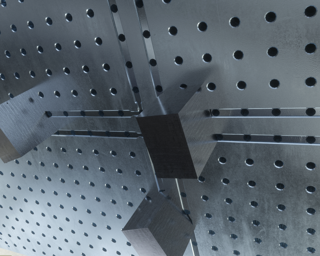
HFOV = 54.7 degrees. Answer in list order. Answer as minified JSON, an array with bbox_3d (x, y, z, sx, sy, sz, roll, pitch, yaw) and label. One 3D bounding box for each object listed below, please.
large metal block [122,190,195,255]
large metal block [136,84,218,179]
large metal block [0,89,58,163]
[{"bbox_3d":[0.001,0.154,0.469,0.050,0.080,0.080,-20,108,35],"label":"large metal block"},{"bbox_3d":[0.024,0.003,0.364,0.050,0.080,0.080,-4,116,30],"label":"large metal block"},{"bbox_3d":[-0.226,-0.003,0.490,0.050,0.080,0.080,-18,109,35],"label":"large metal block"}]
